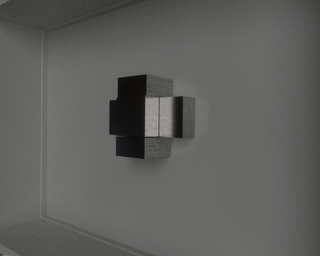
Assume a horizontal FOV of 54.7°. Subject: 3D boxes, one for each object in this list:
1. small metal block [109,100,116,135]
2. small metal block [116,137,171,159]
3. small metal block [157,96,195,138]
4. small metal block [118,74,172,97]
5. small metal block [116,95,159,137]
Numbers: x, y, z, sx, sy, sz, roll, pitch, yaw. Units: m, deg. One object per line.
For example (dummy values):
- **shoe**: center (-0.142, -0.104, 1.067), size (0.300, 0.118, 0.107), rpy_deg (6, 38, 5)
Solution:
- **small metal block**: center (-0.046, -0.015, 0.442), size (0.050, 0.025, 0.050), rpy_deg (1, 91, 40)
- **small metal block**: center (-0.022, 0.024, 0.404), size (0.050, 0.050, 0.025), rpy_deg (1, 91, 40)
- **small metal block**: center (0.016, -0.013, 0.392), size (0.050, 0.025, 0.050), rpy_deg (1, 91, 39)
- **small metal block**: center (-0.019, -0.052, 0.404), size (0.050, 0.050, 0.025), rpy_deg (1, 91, 40)
- **small metal block**: center (-0.029, -0.015, 0.395), size (0.050, 0.025, 0.050), rpy_deg (1, 91, 39)
